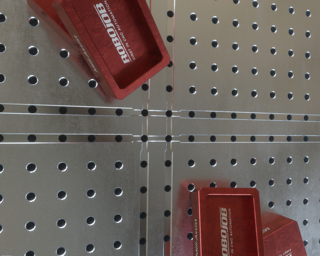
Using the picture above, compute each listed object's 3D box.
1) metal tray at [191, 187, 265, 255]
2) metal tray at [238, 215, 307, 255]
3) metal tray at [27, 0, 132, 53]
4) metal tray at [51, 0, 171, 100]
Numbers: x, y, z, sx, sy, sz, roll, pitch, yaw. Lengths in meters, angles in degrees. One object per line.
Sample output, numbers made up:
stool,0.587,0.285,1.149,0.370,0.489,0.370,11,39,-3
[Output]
metal tray,0.092,0.148,0.420,0.091,0.030,0.130,4,74,-14
metal tray,0.159,0.202,0.468,0.131,0.030,0.090,-21,97,-19
metal tray,-0.083,-0.168,0.379,0.090,0.030,0.130,45,76,-15
metal tray,-0.050,-0.110,0.362,0.090,0.030,0.130,-41,126,-19
